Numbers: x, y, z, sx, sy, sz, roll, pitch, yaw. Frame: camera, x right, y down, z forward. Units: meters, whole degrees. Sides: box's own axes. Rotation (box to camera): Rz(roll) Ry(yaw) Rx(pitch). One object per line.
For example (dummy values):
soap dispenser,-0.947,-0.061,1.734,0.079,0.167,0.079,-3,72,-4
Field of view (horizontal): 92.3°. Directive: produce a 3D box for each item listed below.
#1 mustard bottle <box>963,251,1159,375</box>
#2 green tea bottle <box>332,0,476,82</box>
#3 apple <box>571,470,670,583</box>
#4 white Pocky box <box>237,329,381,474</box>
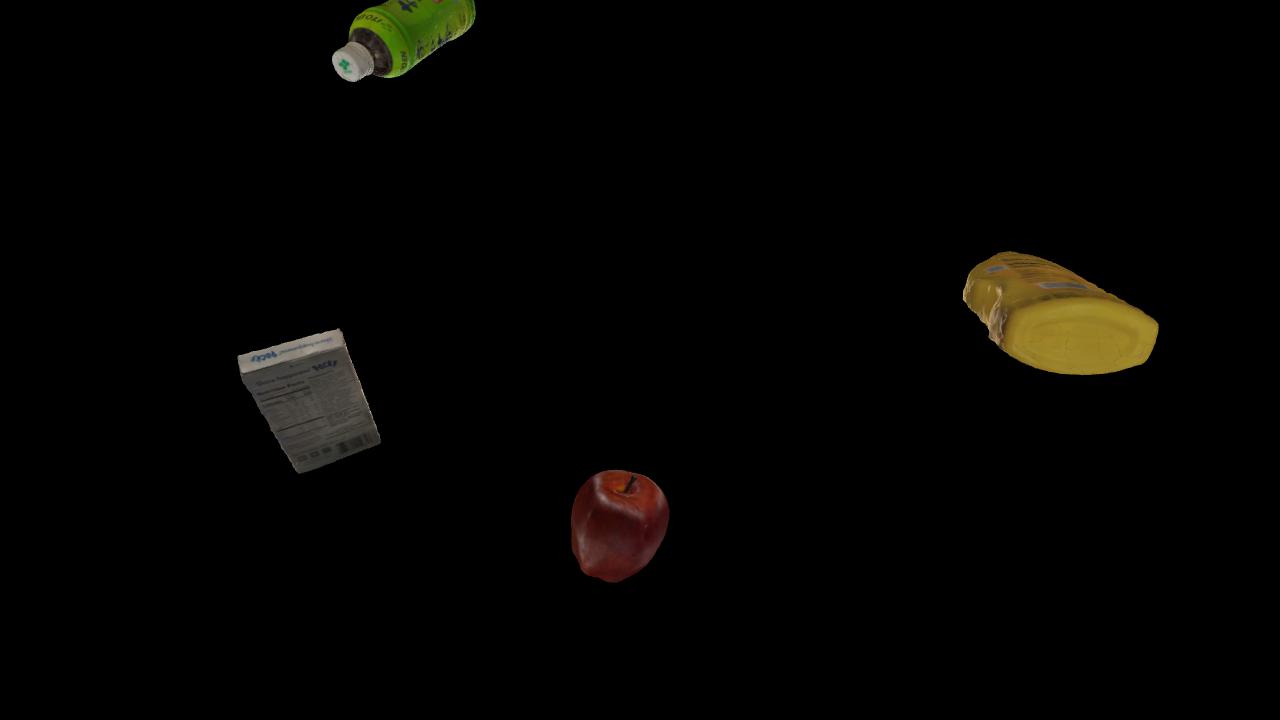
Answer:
mustard bottle,0.305,-0.049,0.478,0.092,0.054,0.184,0,23,14
green tea bottle,-0.263,-0.366,0.686,0.073,0.212,0.073,14,-40,12
apple,-0.017,0.131,0.490,0.079,0.093,0.079,15,23,-6
white Pocky box,-0.301,0.043,0.575,0.084,0.028,0.154,-20,-36,-24
